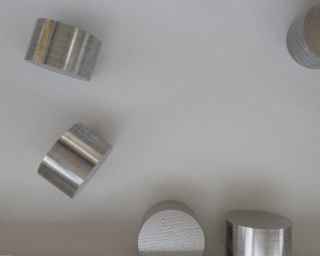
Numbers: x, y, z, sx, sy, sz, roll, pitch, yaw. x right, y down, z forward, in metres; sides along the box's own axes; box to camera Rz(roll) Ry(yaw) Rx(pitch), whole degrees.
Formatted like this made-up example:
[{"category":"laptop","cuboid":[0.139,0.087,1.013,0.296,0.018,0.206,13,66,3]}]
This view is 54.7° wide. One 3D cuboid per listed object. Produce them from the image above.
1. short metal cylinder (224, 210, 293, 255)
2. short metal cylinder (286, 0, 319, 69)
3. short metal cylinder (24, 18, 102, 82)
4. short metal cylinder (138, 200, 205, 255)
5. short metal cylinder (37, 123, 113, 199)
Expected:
[{"category":"short metal cylinder","cuboid":[0.121,0.138,0.385,0.081,0.080,0.050,1,90,0]},{"category":"short metal cylinder","cuboid":[0.214,-0.120,0.400,0.081,0.050,0.080,0,90,0]},{"category":"short metal cylinder","cuboid":[-0.118,-0.094,0.383,0.080,0.080,0.050,17,90,0]},{"category":"short metal cylinder","cuboid":[0.014,0.139,0.399,0.081,0.050,0.080,0,90,0]},{"category":"short metal cylinder","cuboid":[-0.103,0.040,0.383,0.050,0.080,0.080,37,90,0]}]
